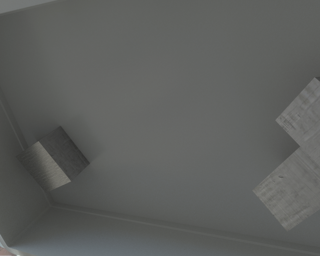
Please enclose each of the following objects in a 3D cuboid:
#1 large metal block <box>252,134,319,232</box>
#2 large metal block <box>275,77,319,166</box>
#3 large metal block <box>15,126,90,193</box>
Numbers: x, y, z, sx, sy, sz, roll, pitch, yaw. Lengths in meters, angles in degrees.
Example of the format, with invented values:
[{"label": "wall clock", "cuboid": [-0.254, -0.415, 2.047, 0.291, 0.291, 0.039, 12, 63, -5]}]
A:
[{"label": "large metal block", "cuboid": [0.155, 0.049, 0.312, 0.050, 0.081, 0.079, 52, 134, 24]}, {"label": "large metal block", "cuboid": [0.164, 0.000, 0.268, 0.080, 0.081, 0.050, 55, 135, 27]}, {"label": "large metal block", "cuboid": [-0.180, 0.054, 0.521, 0.080, 0.050, 0.080, -26, 104, 37]}]
